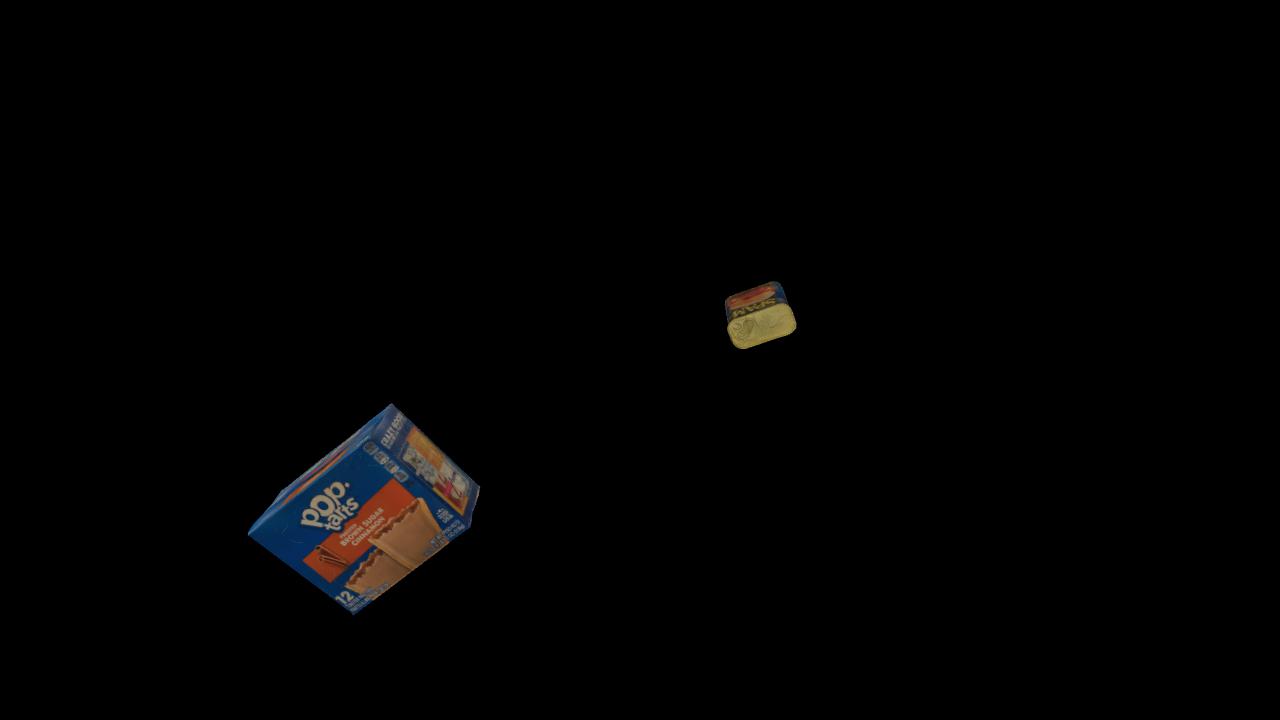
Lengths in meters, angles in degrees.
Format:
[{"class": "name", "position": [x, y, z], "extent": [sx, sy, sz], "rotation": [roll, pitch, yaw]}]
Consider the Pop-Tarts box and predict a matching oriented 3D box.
[{"class": "Pop-Tarts box", "position": [-0.284, 0.158, 0.653], "extent": [0.167, 0.141, 0.083], "rotation": [-37, 20, 6]}]

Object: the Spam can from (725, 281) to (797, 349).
[{"class": "Spam can", "position": [0.186, -0.072, 0.968], "extent": [0.101, 0.058, 0.085], "rotation": [-18, 30, 14]}]
